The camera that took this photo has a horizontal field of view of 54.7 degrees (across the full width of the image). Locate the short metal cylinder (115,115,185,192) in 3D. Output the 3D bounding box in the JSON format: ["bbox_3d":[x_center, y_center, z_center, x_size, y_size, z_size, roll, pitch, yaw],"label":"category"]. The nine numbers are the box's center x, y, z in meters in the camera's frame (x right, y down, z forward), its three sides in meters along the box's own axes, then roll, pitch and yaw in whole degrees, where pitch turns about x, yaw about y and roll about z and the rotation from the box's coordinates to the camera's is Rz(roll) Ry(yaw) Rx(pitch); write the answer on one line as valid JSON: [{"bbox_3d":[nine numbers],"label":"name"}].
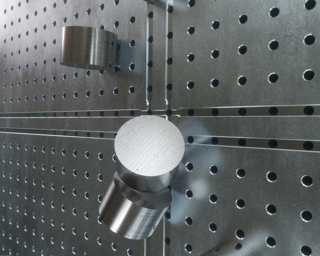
[{"bbox_3d":[-0.014,0.031,0.376,0.080,0.081,0.050,56,158,25],"label":"short metal cylinder"}]

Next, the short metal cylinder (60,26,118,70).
[{"bbox_3d":[-0.106,-0.116,0.461,0.080,0.081,0.050,8,95,39],"label":"short metal cylinder"}]

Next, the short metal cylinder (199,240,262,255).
[{"bbox_3d":[0.074,0.169,0.332,0.080,0.050,0.079,0,90,40],"label":"short metal cylinder"}]

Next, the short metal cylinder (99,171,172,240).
[{"bbox_3d":[-0.032,0.095,0.400,0.080,0.081,0.050,41,115,32],"label":"short metal cylinder"}]

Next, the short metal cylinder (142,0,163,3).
[{"bbox_3d":[-0.019,-0.213,0.409,0.080,0.050,0.079,0,90,40],"label":"short metal cylinder"}]
